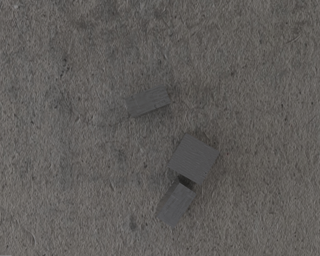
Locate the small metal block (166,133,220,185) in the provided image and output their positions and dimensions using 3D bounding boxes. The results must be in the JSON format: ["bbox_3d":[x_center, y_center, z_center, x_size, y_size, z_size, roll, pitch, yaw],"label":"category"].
[{"bbox_3d":[0.043,0.040,0.410,0.050,0.025,0.050,30,90,0],"label":"small metal block"}]

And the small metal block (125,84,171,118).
[{"bbox_3d":[-0.015,-0.033,0.397,0.050,0.050,0.025,-21,90,0],"label":"small metal block"}]

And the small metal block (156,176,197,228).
[{"bbox_3d":[0.020,0.093,0.398,0.025,0.050,0.050,34,90,0],"label":"small metal block"}]
